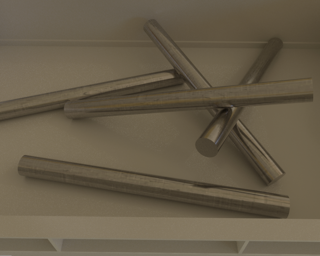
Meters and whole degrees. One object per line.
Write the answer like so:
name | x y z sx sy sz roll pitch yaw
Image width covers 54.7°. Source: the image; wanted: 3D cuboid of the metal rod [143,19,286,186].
metal rod | 0.060 -0.051 0.424 0.025 0.025 0.299 -24 61 -19

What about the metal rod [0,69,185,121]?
metal rod | -0.108 -0.048 0.444 0.302 0.025 0.025 -13 51 -11

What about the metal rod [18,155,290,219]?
metal rod | -0.012 0.065 0.350 0.302 0.025 0.025 8 51 6

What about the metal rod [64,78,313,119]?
metal rod | 0.016 -0.032 0.371 0.301 0.025 0.025 -3 48 22

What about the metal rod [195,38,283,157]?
metal rod | 0.122 -0.060 0.422 0.025 0.025 0.301 24 44 19
